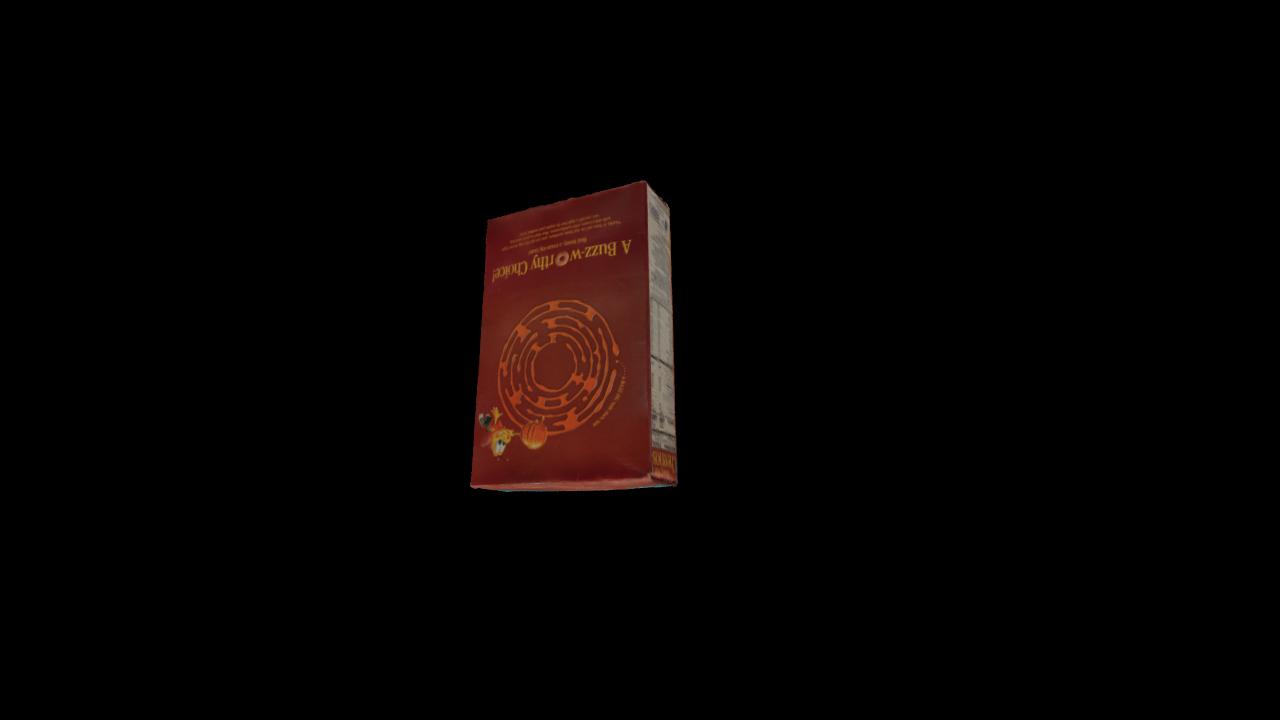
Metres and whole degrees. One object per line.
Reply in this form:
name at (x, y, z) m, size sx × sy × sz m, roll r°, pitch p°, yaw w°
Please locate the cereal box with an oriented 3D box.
cereal box at (-0.068, -0.018, 0.647) m, size 0.203 × 0.306 × 0.081 m, roll -8°, pitch -17°, yaw 23°
